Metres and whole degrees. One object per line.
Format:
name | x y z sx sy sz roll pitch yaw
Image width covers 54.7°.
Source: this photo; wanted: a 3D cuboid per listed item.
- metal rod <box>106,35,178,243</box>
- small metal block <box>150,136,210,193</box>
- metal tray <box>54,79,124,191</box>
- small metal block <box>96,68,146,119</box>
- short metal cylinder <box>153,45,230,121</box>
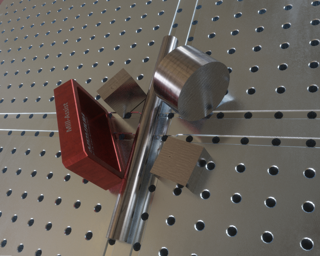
metal rod | -0.017 -0.003 0.417 0.025 0.025 0.300 0 61 28
small metal block | 0.024 0.043 0.369 0.050 0.025 0.050 16 70 34
metal tray | -0.093 0.008 0.408 0.030 0.090 0.130 -29 52 10
small metal block | -0.054 -0.049 0.448 0.050 0.050 0.025 -41 51 0
short metal cylinder | 0.039 -0.055 0.385 0.080 0.080 0.050 -44 51 -3
